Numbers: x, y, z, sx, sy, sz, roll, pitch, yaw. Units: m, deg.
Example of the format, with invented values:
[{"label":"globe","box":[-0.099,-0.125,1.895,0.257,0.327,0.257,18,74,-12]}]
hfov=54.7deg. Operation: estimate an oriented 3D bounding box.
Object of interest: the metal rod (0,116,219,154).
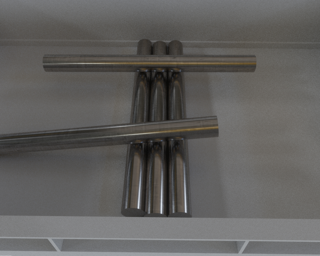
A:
[{"label":"metal rod","box":[-0.083,0.011,0.370,0.302,0.025,0.025,-5,50,5]}]

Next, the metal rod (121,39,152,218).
[{"label":"metal rod","box":[-0.027,-0.025,0.425,0.025,0.025,0.300,1,50,0]}]

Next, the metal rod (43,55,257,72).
[{"label":"metal rod","box":[-0.015,-0.094,0.449,0.302,0.025,0.025,0,50,0]}]

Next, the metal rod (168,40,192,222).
[{"label":"metal rod","box":[0.023,-0.021,0.421,0.025,0.025,0.300,1,50,1]}]

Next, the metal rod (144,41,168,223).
[{"label":"metal rod","box":[-0.002,-0.020,0.421,0.025,0.025,0.300,1,50,1]}]
